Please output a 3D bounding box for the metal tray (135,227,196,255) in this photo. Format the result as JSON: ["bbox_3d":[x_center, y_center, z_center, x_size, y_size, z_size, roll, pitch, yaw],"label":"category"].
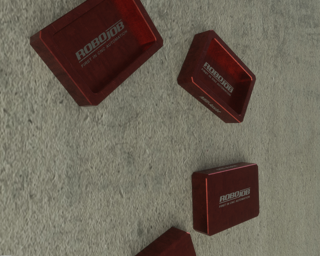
[{"bbox_3d":[0.015,0.213,0.414,0.091,0.030,0.129,-26,107,-37],"label":"metal tray"}]

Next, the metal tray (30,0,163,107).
[{"bbox_3d":[-0.063,-0.097,0.347,0.130,0.030,0.090,-49,119,-29],"label":"metal tray"}]

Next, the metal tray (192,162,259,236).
[{"bbox_3d":[0.107,0.107,0.491,0.131,0.030,0.089,-4,93,-40],"label":"metal tray"}]

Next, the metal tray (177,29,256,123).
[{"bbox_3d":[0.092,-0.075,0.477,0.130,0.030,0.090,34,69,-35],"label":"metal tray"}]
